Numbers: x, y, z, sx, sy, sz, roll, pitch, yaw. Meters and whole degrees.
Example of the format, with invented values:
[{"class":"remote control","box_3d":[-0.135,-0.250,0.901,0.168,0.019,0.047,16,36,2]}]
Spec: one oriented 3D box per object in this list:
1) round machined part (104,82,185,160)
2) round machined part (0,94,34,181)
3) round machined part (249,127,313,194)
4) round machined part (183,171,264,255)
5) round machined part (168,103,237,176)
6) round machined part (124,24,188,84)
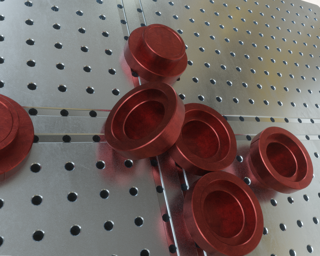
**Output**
[{"class":"round machined part","box_3d":[-0.014,-0.005,0.369,0.042,0.098,0.098,49,40,-43]},{"class":"round machined part","box_3d":[-0.175,0.003,0.301,0.099,0.042,0.098,13,56,-21]},{"class":"round machined part","box_3d":[0.172,0.050,0.459,0.099,0.042,0.098,13,56,-21]},{"class":"round machined part","box_3d":[0.071,0.105,0.371,0.099,0.042,0.098,13,56,-21]},{"class":"round machined part","box_3d":[0.049,0.018,0.412,0.099,0.042,0.098,14,56,-21]},{"class":"round machined part","box_3d":[-0.001,-0.118,0.468,0.099,0.042,0.098,13,56,-21]}]
